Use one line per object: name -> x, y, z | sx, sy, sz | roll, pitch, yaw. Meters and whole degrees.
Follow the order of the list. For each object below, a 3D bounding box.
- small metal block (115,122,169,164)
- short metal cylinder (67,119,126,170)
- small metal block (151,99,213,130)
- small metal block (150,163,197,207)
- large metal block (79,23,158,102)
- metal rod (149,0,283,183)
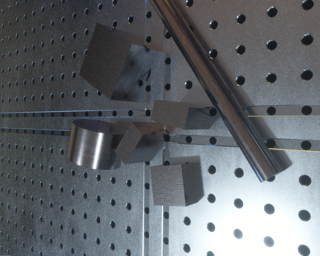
small metal block -> -0.024, 0.019, 0.411 | 0.025, 0.050, 0.050 | 46, 117, 30
short metal cylinder -> -0.088, 0.022, 0.444 | 0.080, 0.081, 0.050 | 21, 103, 38
small metal block -> 0.026, -0.016, 0.370 | 0.050, 0.050, 0.025 | 17, 101, 38
small metal block -> 0.017, 0.072, 0.394 | 0.050, 0.025, 0.050 | -9, 84, 39
large metal block -> -0.061, -0.092, 0.441 | 0.080, 0.050, 0.079 | 38, 113, 33
metal rod -> 0.049, -0.075, 0.367 | 0.025, 0.025, 0.299 | -41, 65, 32
